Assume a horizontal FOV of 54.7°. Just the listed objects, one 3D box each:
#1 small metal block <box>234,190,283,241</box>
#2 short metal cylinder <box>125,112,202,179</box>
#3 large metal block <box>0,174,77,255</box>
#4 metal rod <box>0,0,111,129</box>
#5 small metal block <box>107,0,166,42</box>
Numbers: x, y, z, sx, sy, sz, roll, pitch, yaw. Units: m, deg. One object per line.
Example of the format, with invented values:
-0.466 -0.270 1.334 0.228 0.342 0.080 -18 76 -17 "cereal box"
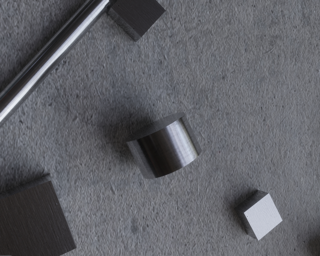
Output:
0.147 0.130 0.464 0.050 0.025 0.050 -32 101 -17 "small metal block"
0.004 0.020 0.382 0.080 0.080 0.050 -29 100 -18 "short metal cylinder"
-0.147 0.106 0.342 0.081 0.050 0.080 -20 97 -19 "large metal block"
-0.159 -0.042 0.350 0.025 0.025 0.300 41 77 -16 "metal rod"
-0.030 -0.149 0.398 0.050 0.025 0.050 42 77 -15 "small metal block"
